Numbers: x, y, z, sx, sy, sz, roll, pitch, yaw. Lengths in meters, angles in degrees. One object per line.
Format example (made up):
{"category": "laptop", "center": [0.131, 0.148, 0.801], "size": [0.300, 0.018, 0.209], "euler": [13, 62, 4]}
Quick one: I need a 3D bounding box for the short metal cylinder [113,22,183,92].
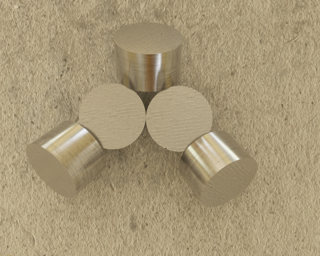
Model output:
{"category": "short metal cylinder", "center": [-0.014, -0.088, 0.377], "size": [0.081, 0.080, 0.050], "euler": [2, 133, 0]}

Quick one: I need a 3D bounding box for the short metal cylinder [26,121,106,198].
{"category": "short metal cylinder", "center": [-0.113, 0.038, 0.376], "size": [0.080, 0.080, 0.050], "euler": [46, 50, 0]}

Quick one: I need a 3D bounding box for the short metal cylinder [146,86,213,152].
{"category": "short metal cylinder", "center": [0.023, -0.011, 0.398], "size": [0.081, 0.050, 0.080], "euler": [0, 90, 0]}

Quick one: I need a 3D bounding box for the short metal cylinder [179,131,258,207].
{"category": "short metal cylinder", "center": [0.070, 0.050, 0.378], "size": [0.080, 0.080, 0.050], "euler": [-37, 49, 0]}

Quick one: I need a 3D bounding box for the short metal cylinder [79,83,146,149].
{"category": "short metal cylinder", "center": [-0.057, -0.014, 0.398], "size": [0.081, 0.050, 0.080], "euler": [0, 90, 0]}
